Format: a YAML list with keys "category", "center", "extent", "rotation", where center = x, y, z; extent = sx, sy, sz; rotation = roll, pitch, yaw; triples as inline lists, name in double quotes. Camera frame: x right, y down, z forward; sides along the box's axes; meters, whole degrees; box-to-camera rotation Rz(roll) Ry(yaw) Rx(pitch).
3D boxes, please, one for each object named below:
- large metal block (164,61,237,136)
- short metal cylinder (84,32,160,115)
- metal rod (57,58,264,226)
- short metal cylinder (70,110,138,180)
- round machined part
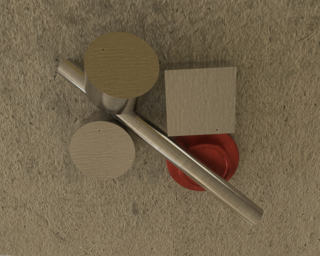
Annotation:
- category: "large metal block"
  center: [0.047, -0.038, 0.382]
  extent: [0.080, 0.050, 0.079]
  rotation: [-3, 110, 1]
- category: "short metal cylinder"
  center: [-0.046, -0.061, 0.355]
  extent: [0.081, 0.050, 0.080]
  rotation: [4, 72, -13]
- category: "metal rod"
  center: [0.000, 0.016, 0.381]
  extent: [0.300, 0.025, 0.025]
  rotation: [38, 106, 0]
- category: "short metal cylinder"
  center: [-0.071, 0.020, 0.405]
  extent: [0.081, 0.050, 0.079]
  rotation: [0, 110, 0]
- category: "round machined part"
  center: [0.058, 0.044, 0.418]
  extent: [0.099, 0.042, 0.097]
  rotation: [0, 110, 0]
